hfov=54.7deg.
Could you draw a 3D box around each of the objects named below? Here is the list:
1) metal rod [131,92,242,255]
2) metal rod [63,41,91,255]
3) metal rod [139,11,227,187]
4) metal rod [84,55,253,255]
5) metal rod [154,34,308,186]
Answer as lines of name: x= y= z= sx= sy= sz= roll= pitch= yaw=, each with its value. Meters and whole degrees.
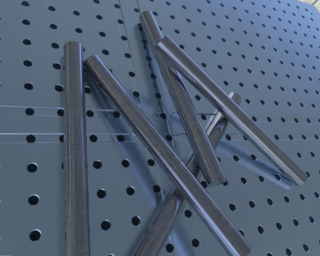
metal rod: x=0.050 y=0.045 z=0.409 sx=0.025 sy=0.025 sz=0.301 roll=39 pitch=51 yaw=-2
metal rod: x=-0.094 y=0.025 z=0.343 sx=0.025 sy=0.025 sz=0.299 roll=5 pitch=59 yaw=-26
metal rod: x=0.023 y=-0.059 z=0.439 sx=0.025 sy=0.025 sz=0.299 roll=-2 pitch=57 yaw=-30
metal rod: x=-0.002 y=0.023 z=0.370 sx=0.025 sy=0.025 sz=0.300 roll=-26 pitch=68 yaw=-37
metal rod: x=0.109 y=-0.018 z=0.447 sx=0.300 sy=0.025 sz=0.025 roll=42 pitch=50 yaw=-13
